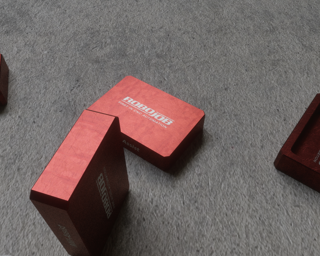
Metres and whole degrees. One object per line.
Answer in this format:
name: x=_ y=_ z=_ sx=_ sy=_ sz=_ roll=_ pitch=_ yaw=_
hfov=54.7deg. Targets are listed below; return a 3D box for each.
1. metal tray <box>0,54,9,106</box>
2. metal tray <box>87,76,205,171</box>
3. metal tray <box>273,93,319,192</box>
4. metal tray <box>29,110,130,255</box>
metal tray: x=-0.294 y=-0.061 z=0.448 sx=0.131 sy=0.030 sz=0.090 roll=-12 pitch=51 yaw=-10
metal tray: x=-0.019 y=-0.012 z=0.409 sx=0.130 sy=0.030 sz=0.090 roll=29 pitch=55 yaw=22
metal tray: x=0.213 y=0.019 z=0.384 sx=0.090 sy=0.030 sz=0.131 roll=31 pitch=56 yaw=23
metal tray: x=-0.063 y=0.058 z=0.286 sx=0.030 sy=0.129 sz=0.090 roll=14 pitch=52 yaw=11
